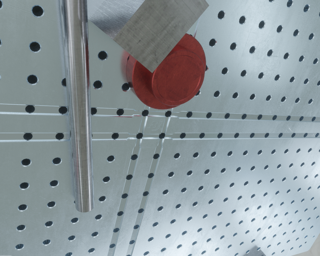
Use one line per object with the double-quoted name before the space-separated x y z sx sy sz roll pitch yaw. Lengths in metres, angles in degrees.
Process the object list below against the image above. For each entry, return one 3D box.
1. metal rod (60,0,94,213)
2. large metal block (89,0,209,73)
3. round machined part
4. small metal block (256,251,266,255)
"metal rod" -0.090 -0.023 0.348 0.025 0.025 0.298 -9 123 -24
"large metal block" -0.014 -0.111 0.300 0.080 0.080 0.050 -49 129 6
"round machined part" 0.014 -0.065 0.369 0.099 0.042 0.097 -14 125 -21
"small metal block" 0.244 0.337 0.758 0.050 0.025 0.050 -36 130 -5
